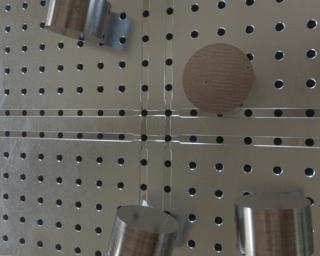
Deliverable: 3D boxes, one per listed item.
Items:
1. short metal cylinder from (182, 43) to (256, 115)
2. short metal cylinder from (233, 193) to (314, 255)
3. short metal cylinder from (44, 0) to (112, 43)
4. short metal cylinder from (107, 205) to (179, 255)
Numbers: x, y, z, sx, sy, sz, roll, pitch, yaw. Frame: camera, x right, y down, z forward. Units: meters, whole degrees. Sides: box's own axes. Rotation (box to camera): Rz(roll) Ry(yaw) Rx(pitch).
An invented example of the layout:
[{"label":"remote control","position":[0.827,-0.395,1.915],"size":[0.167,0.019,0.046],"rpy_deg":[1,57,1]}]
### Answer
[{"label":"short metal cylinder","position":[0.073,-0.056,0.373],"size":[0.080,0.050,0.079],"rpy_deg":[0,90,19]},{"label":"short metal cylinder","position":[0.123,0.105,0.340],"size":[0.080,0.080,0.050],"rpy_deg":[-4,89,19]},{"label":"short metal cylinder","position":[-0.110,-0.151,0.421],"size":[0.080,0.080,0.050],"rpy_deg":[14,95,19]},{"label":"short metal cylinder","position":[-0.021,0.137,0.390],"size":[0.080,0.080,0.050],"rpy_deg":[16,95,19]}]
